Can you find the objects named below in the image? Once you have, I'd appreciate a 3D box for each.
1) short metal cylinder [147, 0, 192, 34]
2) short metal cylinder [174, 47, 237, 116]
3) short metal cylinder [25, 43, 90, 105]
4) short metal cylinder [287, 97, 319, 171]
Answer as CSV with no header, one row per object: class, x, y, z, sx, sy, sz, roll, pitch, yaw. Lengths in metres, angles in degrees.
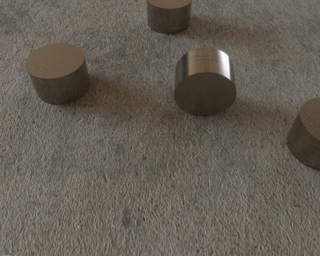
short metal cylinder,0.017,-0.217,0.569,0.080,0.050,0.080,0,50,0
short metal cylinder,0.060,-0.061,0.419,0.080,0.080,0.050,3,50,2
short metal cylinder,-0.147,-0.080,0.453,0.080,0.050,0.080,0,50,0
short metal cylinder,0.206,0.007,0.382,0.080,0.050,0.080,0,50,0
